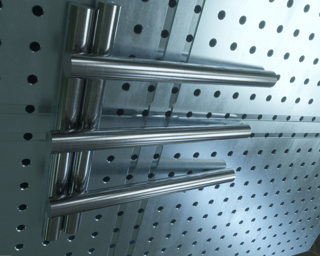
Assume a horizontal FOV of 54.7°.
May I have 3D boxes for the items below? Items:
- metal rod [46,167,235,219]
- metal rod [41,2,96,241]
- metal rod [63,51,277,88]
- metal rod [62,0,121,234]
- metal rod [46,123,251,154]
[{"bbox_3d":[-0.005,0.086,0.445,0.303,0.025,0.025,-3,120,-34],"label":"metal rod"},{"bbox_3d":[-0.111,0.013,0.359,0.025,0.025,0.298,1,118,-29],"label":"metal rod"},{"bbox_3d":[0.038,-0.066,0.374,0.303,0.025,0.025,-3,120,-34],"label":"metal rod"},{"bbox_3d":[-0.087,0.007,0.368,0.025,0.025,0.298,1,118,-29],"label":"metal rod"},{"bbox_3d":[0.010,0.009,0.404,0.303,0.025,0.025,-2,120,-35],"label":"metal rod"}]
